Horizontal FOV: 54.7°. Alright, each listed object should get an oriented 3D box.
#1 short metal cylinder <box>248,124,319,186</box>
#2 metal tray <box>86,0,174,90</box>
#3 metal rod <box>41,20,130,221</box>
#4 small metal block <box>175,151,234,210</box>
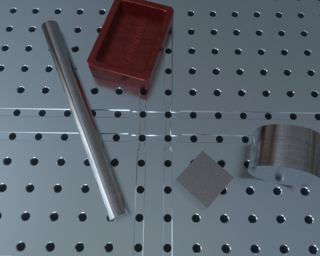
[{"bbox_3d":[0.150,0.034,0.372,0.080,0.080,0.050,13,71,4],"label":"short metal cylinder"},{"bbox_3d":[-0.040,-0.128,0.455,0.090,0.030,0.130,16,71,5],"label":"metal tray"},{"bbox_3d":[-0.107,-0.023,0.418,0.025,0.025,0.299,-22,72,-8],"label":"metal rod"},{"bbox_3d":[0.055,0.066,0.388,0.050,0.025,0.050,41,75,13],"label":"small metal block"}]
